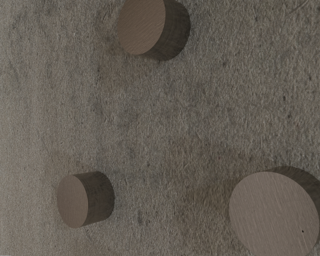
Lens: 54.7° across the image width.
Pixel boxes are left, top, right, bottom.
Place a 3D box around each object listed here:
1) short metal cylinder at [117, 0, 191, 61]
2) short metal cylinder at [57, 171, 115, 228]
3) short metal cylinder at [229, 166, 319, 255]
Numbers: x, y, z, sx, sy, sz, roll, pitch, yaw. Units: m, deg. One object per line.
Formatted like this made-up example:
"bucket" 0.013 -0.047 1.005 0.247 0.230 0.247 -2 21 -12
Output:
"short metal cylinder" -0.008 -0.130 0.396 0.080 0.050 0.080 0 90 40
"short metal cylinder" -0.117 0.111 0.486 0.080 0.050 0.080 0 90 40
"short metal cylinder" 0.114 0.079 0.295 0.080 0.050 0.080 0 90 40
